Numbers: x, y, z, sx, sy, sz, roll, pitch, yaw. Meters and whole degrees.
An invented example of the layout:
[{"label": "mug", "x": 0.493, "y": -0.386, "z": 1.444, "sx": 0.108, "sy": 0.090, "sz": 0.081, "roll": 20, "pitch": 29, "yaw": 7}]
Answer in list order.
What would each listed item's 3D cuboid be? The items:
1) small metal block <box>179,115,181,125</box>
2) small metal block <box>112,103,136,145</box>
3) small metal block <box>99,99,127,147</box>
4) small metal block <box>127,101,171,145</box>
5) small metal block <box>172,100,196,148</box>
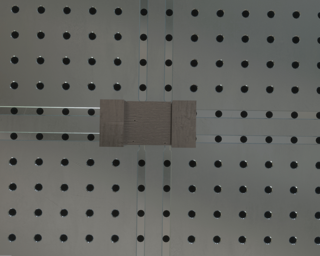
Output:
[{"label": "small metal block", "x": 0.020, "y": -0.004, "z": 0.401, "sx": 0.025, "sy": 0.050, "sz": 0.050, "roll": -1, "pitch": 90, "yaw": 0}, {"label": "small metal block", "x": -0.045, "y": -0.005, "z": 0.400, "sx": 0.025, "sy": 0.050, "sz": 0.050, "roll": 1, "pitch": 90, "yaw": 0}, {"label": "small metal block", "x": -0.051, "y": -0.005, "z": 0.349, "sx": 0.025, "sy": 0.050, "sz": 0.050, "roll": 1, "pitch": 90, "yaw": 0}, {"label": "small metal block", "x": -0.013, "y": -0.006, "z": 0.364, "sx": 0.050, "sy": 0.025, "sz": 0.050, "roll": 1, "pitch": 90, "yaw": -1}, {"label": "small metal block", "x": 0.025, "y": -0.004, "z": 0.350, "sx": 0.025, "sy": 0.050, "sz": 0.050, "roll": 1, "pitch": 90, "yaw": 0}]
